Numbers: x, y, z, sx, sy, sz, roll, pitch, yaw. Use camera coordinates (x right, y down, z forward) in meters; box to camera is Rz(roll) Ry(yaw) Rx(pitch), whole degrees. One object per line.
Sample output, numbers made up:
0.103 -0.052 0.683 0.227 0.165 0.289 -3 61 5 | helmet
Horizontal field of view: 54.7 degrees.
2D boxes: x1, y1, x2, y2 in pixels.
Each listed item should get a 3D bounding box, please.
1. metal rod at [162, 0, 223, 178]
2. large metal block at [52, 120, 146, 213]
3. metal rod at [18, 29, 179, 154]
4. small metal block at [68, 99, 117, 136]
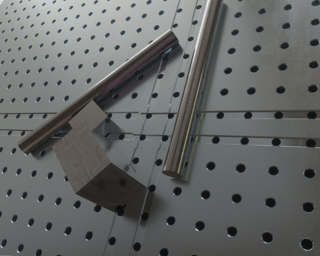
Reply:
0.052 -0.077 0.427 0.025 0.025 0.300 2 62 29 | metal rod
-0.074 0.048 0.381 0.050 0.080 0.080 -42 51 0 | large metal block
-0.099 -0.056 0.492 0.300 0.025 0.025 -36 51 3 | metal rod
-0.101 -0.007 0.464 0.050 0.025 0.050 -44 51 -3 | small metal block
